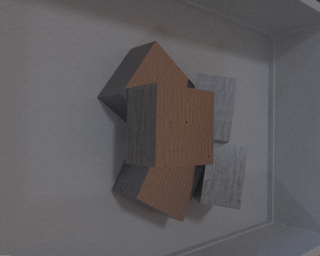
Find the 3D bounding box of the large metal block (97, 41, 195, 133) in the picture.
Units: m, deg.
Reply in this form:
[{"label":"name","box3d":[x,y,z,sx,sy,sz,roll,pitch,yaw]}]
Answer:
[{"label":"large metal block","box3d":[-0.014,-0.045,0.379,0.080,0.050,0.080,44,64,-32]}]

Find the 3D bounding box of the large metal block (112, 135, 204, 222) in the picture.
[{"label":"large metal block","box3d":[0.000,0.061,0.387,0.080,0.050,0.080,37,67,-34]}]

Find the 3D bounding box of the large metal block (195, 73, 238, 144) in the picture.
[{"label":"large metal block","box3d":[0.068,-0.021,0.420,0.080,0.050,0.080,63,36,-81]}]

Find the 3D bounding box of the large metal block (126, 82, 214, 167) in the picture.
[{"label":"large metal block","box3d":[0.012,-0.001,0.333,0.081,0.050,0.080,3,87,-39]}]

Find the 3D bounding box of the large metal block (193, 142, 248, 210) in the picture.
[{"label":"large metal block","box3d":[0.080,0.064,0.430,0.050,0.080,0.080,9,82,0]}]
